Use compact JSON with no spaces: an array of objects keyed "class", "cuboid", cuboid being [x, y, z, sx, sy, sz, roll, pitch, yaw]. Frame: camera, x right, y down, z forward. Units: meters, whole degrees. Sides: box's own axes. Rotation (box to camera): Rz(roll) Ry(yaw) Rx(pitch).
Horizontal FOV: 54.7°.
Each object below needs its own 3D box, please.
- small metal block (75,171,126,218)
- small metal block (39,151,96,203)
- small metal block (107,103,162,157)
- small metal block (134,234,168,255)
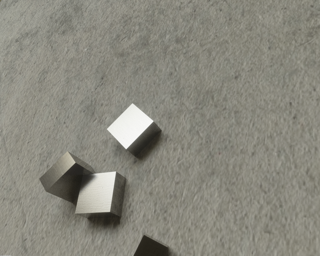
[{"class":"small metal block","cuboid":[-0.074,0.085,0.389,0.050,0.025,0.050,-9,58,23]},{"class":"small metal block","cuboid":[-0.119,0.065,0.408,0.050,0.050,0.025,-45,51,-3]},{"class":"small metal block","cuboid":[-0.035,0.002,0.420,0.050,0.025,0.050,-46,52,-4]},{"class":"small metal block","cuboid":[-0.015,0.135,0.308,0.025,0.050,0.050,25,74,9]}]
